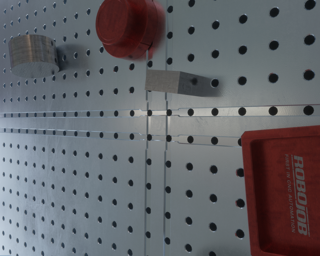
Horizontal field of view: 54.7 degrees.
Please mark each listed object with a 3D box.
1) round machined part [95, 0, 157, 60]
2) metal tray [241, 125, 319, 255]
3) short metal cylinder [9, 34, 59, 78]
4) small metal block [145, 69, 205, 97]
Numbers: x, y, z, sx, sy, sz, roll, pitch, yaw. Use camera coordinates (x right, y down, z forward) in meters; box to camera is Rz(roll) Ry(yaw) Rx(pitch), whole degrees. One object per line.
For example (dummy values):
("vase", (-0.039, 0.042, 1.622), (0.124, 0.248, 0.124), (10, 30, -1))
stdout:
("round machined part", (-0.054, -0.150, 0.443), (0.098, 0.042, 0.097), (0, 90, 40))
("metal tray", (0.131, 0.064, 0.297), (0.090, 0.030, 0.129), (-6, 86, 39))
("short metal cylinder", (-0.228, -0.128, 0.562), (0.080, 0.081, 0.050), (-17, 79, 39))
("small metal block", (0.018, -0.055, 0.378), (0.050, 0.050, 0.025), (12, 98, 39))
